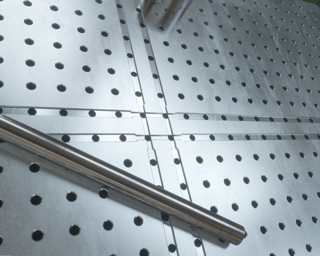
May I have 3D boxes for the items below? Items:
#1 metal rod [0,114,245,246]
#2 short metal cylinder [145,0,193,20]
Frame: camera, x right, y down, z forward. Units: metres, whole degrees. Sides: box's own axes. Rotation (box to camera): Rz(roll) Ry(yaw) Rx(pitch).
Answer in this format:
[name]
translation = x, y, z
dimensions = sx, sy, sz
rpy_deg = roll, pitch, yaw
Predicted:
[metal rod]
translation = -0.035, 0.064, 0.349
dimensions = 0.301, 0.025, 0.025
rpy_deg = 27, 52, -11
[short metal cylinder]
translation = 0.019, -0.239, 0.548
dimensions = 0.081, 0.050, 0.080
rpy_deg = 14, 56, -21
